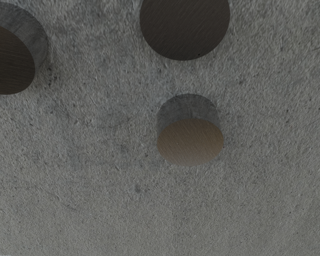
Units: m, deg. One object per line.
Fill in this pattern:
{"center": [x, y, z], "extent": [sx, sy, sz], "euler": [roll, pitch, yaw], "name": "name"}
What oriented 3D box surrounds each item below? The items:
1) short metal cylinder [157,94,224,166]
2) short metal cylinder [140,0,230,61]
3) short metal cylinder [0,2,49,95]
{"center": [0.037, 0.003, 0.394], "extent": [0.081, 0.050, 0.079], "euler": [0, 130, 0], "name": "short metal cylinder"}
{"center": [0.022, -0.112, 0.295], "extent": [0.081, 0.050, 0.079], "euler": [0, 130, 0], "name": "short metal cylinder"}
{"center": [-0.163, -0.081, 0.320], "extent": [0.081, 0.050, 0.079], "euler": [0, 130, 0], "name": "short metal cylinder"}
